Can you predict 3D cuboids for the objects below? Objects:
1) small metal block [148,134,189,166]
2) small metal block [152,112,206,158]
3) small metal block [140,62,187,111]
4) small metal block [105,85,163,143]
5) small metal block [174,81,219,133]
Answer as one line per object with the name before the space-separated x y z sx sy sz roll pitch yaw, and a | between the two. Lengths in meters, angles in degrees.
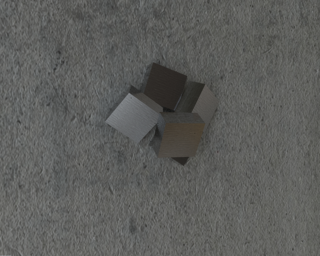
small metal block | 0.020 0.016 0.419 0.050 0.025 0.050 34 79 -17
small metal block | 0.022 0.009 0.381 0.050 0.025 0.050 0 123 -20
small metal block | 0.003 -0.053 0.413 0.050 0.025 0.050 18 84 -20
small metal block | -0.032 -0.017 0.387 0.050 0.025 0.050 35 114 -18
small metal block | 0.050 -0.028 0.418 0.050 0.025 0.050 38 75 -51
